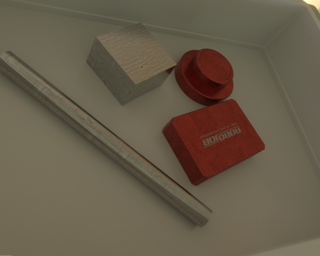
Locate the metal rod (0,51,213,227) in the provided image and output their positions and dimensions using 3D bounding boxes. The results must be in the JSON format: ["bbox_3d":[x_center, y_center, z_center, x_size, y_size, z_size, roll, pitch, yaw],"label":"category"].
[{"bbox_3d":[-0.063,0.015,0.363,0.300,0.025,0.025,39,51,-3],"label":"metal rod"}]

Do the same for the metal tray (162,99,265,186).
[{"bbox_3d":[0.079,0.015,0.438,0.131,0.030,0.090,-19,72,-35],"label":"metal tray"}]

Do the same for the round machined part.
[{"bbox_3d":[0.076,-0.087,0.491,0.099,0.042,0.098,14,56,-21],"label":"round machined part"}]

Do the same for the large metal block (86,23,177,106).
[{"bbox_3d":[-0.039,-0.089,0.424,0.081,0.050,0.080,-33,81,-38],"label":"large metal block"}]
